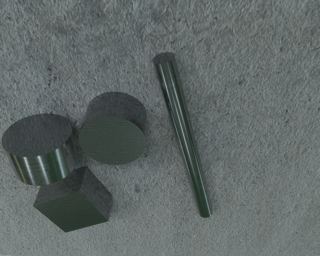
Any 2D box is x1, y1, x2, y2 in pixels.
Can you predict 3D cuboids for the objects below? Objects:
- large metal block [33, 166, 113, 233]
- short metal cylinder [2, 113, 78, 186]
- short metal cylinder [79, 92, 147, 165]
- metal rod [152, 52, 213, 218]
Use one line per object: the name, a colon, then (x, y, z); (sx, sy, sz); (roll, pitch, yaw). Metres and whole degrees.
large metal block: (-0.133, 0.113, 0.486); (0.080, 0.050, 0.080); (-19, 128, 15)
short metal cylinder: (-0.149, 0.026, 0.392); (0.081, 0.080, 0.050); (1, 130, -1)
short metal cylinder: (-0.057, 0.001, 0.391); (0.081, 0.050, 0.079); (0, 130, 0)
metal rod: (0.041, 0.033, 0.435); (0.025, 0.025, 0.299); (-11, 130, 9)
